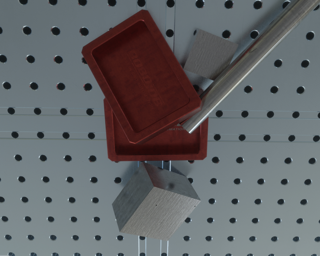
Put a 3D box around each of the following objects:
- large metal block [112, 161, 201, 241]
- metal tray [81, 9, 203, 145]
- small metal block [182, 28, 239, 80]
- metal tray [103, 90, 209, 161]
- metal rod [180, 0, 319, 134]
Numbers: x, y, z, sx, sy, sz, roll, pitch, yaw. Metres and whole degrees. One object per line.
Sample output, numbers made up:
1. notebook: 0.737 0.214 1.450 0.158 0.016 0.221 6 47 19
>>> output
1. large metal block: -0.006 0.102 0.424 0.080 0.050 0.080 24 110 -33
2. metal tray: -0.021 -0.057 0.357 0.090 0.030 0.130 -30 81 7
3. small metal block: 0.060 -0.089 0.381 0.050 0.025 0.050 19 109 -8
4. metal tray: -0.004 -0.003 0.409 0.131 0.030 0.089 -1 110 0
5. metal rod: 0.132 -0.108 0.356 0.025 0.025 0.300 42 97 -14
